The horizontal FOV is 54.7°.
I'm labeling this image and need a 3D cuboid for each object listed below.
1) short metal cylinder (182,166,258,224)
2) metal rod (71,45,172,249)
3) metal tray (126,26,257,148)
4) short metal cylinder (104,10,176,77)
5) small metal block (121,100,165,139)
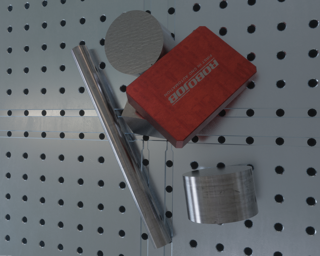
[{"bbox_3d":[0.069,0.074,0.359,0.080,0.080,0.050,-8,87,20],"label":"short metal cylinder"},{"bbox_3d":[-0.057,0.020,0.432,0.025,0.025,0.299,-27,81,18],"label":"metal rod"},{"bbox_3d":[0.037,-0.051,0.367,0.130,0.030,0.090,-42,75,-14],"label":"metal tray"},{"bbox_3d":[-0.025,-0.107,0.408,0.080,0.050,0.079,0,90,20],"label":"short metal cylinder"},{"bbox_3d":[-0.015,-0.011,0.401,0.050,0.050,0.025,9,65,19],"label":"small metal block"}]
